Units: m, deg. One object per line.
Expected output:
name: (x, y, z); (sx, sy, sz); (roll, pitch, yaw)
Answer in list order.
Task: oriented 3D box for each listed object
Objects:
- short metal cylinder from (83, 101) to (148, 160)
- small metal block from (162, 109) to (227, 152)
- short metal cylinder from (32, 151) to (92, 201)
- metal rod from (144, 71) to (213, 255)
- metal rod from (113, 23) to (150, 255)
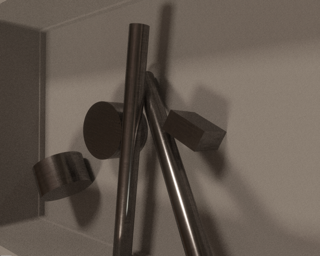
short metal cylinder: (-0.064, 0.003, 0.441); (0.080, 0.050, 0.079); (0, 90, 39)
small metal block: (0.040, 0.003, 0.356); (0.050, 0.050, 0.025); (35, 110, 34)
short metal cylinder: (-0.157, 0.078, 0.497); (0.080, 0.081, 0.050); (-37, 67, 33)
metal rod: (0.016, 0.052, 0.342); (0.025, 0.025, 0.299); (-41, 51, 32)
metal rod: (-0.038, 0.023, 0.393); (0.025, 0.025, 0.298); (10, 98, 39)
